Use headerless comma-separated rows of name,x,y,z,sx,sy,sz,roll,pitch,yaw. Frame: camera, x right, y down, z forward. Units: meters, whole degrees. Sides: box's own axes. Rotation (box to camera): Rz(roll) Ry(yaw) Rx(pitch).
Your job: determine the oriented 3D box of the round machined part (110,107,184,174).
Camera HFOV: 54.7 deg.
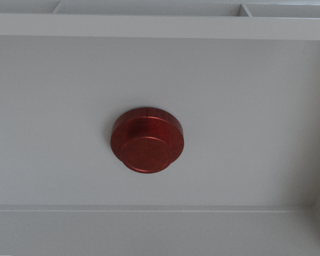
round machined part,-0.017,0.023,0.413,0.099,0.042,0.097,-1,130,0
